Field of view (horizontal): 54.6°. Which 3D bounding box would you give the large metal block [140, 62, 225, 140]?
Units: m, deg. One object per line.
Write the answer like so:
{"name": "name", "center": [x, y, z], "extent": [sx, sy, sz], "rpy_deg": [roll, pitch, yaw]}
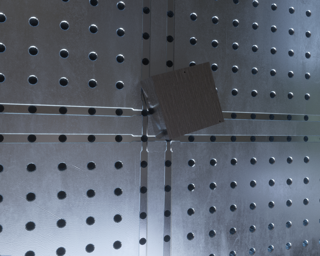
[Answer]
{"name": "large metal block", "center": [0.029, -0.035, 0.410], "extent": [0.081, 0.050, 0.080], "rpy_deg": [-18, 96, -19]}
